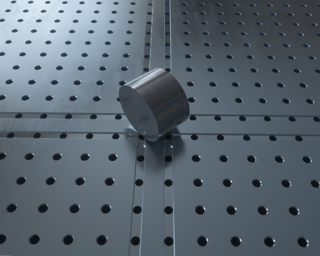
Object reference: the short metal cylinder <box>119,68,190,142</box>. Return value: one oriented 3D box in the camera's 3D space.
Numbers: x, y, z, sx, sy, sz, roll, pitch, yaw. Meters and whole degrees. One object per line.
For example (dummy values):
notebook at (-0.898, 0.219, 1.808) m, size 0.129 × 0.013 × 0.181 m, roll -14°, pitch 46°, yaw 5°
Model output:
short metal cylinder at (-0.008, -0.030, 0.396) m, size 0.050 × 0.080 × 0.080 m, roll -33°, pitch 58°, yaw -25°
